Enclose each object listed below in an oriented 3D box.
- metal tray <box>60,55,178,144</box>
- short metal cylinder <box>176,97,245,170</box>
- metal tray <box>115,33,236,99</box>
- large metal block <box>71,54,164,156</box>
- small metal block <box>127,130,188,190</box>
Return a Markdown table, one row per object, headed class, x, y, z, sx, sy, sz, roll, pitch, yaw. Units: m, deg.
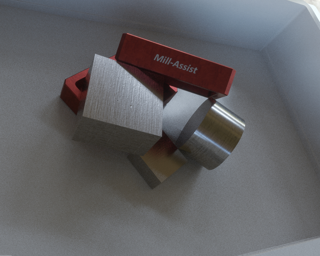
| class | x | y | z | sx | sy | sz | roll | pitch | yaw |
| --- | --- | --- | --- | --- | --- | --- | --- | --- | --- |
| metal tray | -0.049 | -0.047 | 0.403 | 0.090 | 0.030 | 0.131 | 47 | 51 | 4 |
| short metal cylinder | 0.064 | 0.007 | 0.401 | 0.050 | 0.080 | 0.080 | 34 | 51 | -6 |
| metal tray | 0.017 | -0.071 | 0.379 | 0.131 | 0.090 | 0.030 | 18 | 92 | -1 |
| large metal block | -0.044 | -0.023 | 0.338 | 0.081 | 0.050 | 0.080 | 15 | 56 | -20 |
| small metal block | -0.003 | 0.038 | 0.380 | 0.050 | 0.025 | 0.050 | -33 | 80 | -38 |
